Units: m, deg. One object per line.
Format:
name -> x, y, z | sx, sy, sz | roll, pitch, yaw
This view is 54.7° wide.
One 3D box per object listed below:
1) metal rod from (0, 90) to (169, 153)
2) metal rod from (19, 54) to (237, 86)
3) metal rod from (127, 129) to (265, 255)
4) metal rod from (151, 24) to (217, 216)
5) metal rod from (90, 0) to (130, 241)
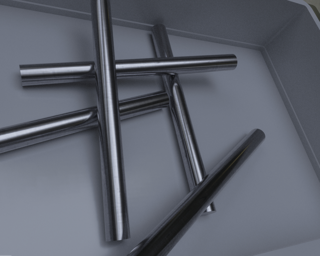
metal rod -> -0.113, -0.003, 0.347 | 0.302, 0.025, 0.025 | -18, 71, -35
metal rod -> -0.024, -0.081, 0.419 | 0.303, 0.025, 0.025 | -9, 66, -24
metal rod -> 0.066, 0.065, 0.370 | 0.025, 0.025, 0.302 | 51, 41, 7
metal rod -> 0.027, -0.028, 0.438 | 0.025, 0.025, 0.299 | 2, 61, -28
metal rod -> -0.060, -0.029, 0.357 | 0.025, 0.025, 0.299 | 2, 72, -28
